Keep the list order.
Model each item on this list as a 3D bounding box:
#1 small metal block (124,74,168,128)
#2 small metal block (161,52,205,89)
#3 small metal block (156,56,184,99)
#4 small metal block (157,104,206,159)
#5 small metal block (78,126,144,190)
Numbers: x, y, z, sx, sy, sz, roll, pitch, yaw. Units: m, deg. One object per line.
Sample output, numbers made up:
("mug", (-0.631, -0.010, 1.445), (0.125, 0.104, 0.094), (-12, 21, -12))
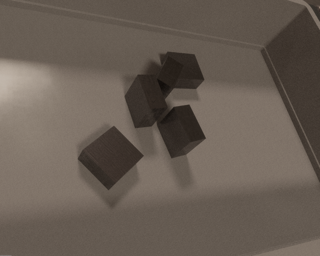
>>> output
("small metal block", (-0.019, -0.034, 0.401), (0.025, 0.050, 0.050), (-7, 65, -31))
("small metal block", (0.035, -0.089, 0.480), (0.050, 0.025, 0.050), (-2, 63, -30))
("small metal block", (0.004, -0.063, 0.432), (0.025, 0.050, 0.050), (30, 51, -10))
("small metal block", (0.026, 0.005, 0.403), (0.025, 0.050, 0.050), (-11, 68, -33))
("small metal block", (-0.056, 0.034, 0.356), (0.050, 0.025, 0.050), (45, 51, 3))
